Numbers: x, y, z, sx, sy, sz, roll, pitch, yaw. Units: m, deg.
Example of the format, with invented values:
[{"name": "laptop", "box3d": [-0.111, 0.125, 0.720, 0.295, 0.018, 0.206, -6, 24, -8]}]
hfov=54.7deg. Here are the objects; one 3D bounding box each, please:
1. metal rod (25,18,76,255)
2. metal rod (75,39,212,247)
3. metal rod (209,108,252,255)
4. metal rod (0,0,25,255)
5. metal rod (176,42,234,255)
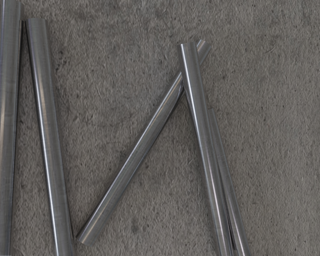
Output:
[{"name": "metal rod", "box3d": [-0.126, 0.026, 0.362, 0.025, 0.025, 0.298, -7, 93, -20]}, {"name": "metal rod", "box3d": [-0.015, 0.011, 0.403, 0.025, 0.025, 0.300, 34, 79, -17]}, {"name": "metal rod", "box3d": [0.103, 0.118, 0.446, 0.025, 0.025, 0.298, -17, 96, -19]}, {"name": "metal rod", "box3d": [-0.172, 0.010, 0.345, 0.025, 0.025, 0.298, 3, 89, -20]}, {"name": "metal rod", "box3d": [0.063, 0.038, 0.416, 0.025, 0.025, 0.298, -16, 101, -19]}]
